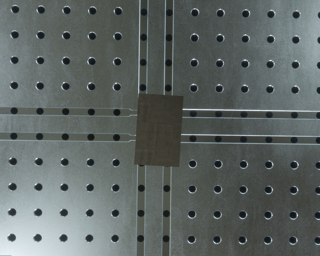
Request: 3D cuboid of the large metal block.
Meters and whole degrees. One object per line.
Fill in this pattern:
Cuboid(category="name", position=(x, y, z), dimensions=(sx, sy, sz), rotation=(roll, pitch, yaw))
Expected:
Cuboid(category="large metal block", position=(-0.001, 0.002, 0.385), dimensions=(0.050, 0.080, 0.079), rotation=(3, 90, 0))
